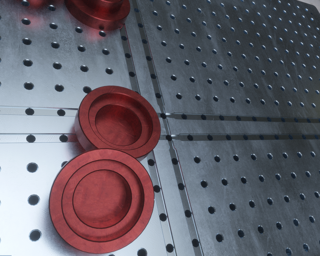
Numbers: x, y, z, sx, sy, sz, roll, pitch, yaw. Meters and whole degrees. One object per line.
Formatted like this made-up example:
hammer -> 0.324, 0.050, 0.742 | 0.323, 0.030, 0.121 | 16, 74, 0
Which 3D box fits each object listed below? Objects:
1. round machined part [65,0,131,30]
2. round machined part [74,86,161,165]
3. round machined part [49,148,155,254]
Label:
round machined part -> -0.091, -0.200, 0.472 | 0.099, 0.042, 0.098 | 14, 56, -21
round machined part -> -0.052, 0.001, 0.369 | 0.099, 0.042, 0.098 | 14, 55, -21
round machined part -> -0.058, 0.069, 0.309 | 0.099, 0.042, 0.097 | 2, 84, -19
